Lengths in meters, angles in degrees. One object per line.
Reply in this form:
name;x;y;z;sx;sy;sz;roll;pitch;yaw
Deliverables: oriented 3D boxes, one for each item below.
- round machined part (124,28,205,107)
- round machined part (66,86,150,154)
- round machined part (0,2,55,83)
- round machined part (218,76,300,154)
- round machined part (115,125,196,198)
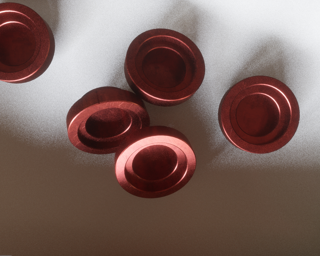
round machined part;0.004;-0.072;0.393;0.099;0.042;0.098;4;72;-12
round machined part;-0.065;-0.013;0.384;0.098;0.098;0.042;-20;53;0
round machined part;-0.185;-0.106;0.400;0.099;0.042;0.097;0;90;-1
round machined part;0.125;-0.017;0.405;0.099;0.042;0.097;0;90;-1
round machined part;-0.007;0.038;0.388;0.099;0.042;0.097;-5;122;-8
